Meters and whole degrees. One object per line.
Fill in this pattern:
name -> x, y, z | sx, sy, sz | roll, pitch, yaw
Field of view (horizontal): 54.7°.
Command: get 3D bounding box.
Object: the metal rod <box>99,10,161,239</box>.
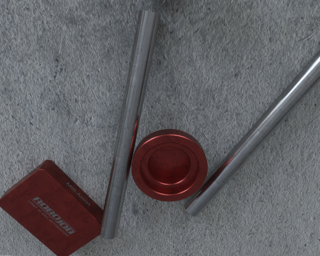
metal rod -> -0.042, 0.007, 0.397 | 0.025, 0.025, 0.298 | 11, 104, -4

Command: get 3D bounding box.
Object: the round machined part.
round machined part -> 0.012, 0.047, 0.418 | 0.099, 0.042, 0.097 | 0, 110, 0

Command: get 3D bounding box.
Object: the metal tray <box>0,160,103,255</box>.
metal tray -> -0.151, 0.120, 0.450 | 0.090, 0.030, 0.130 | -37, 106, 12

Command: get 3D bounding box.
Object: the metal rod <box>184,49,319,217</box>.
metal rod -> 0.133, 0.007, 0.413 | 0.025, 0.025, 0.299 | 34, 106, -12
